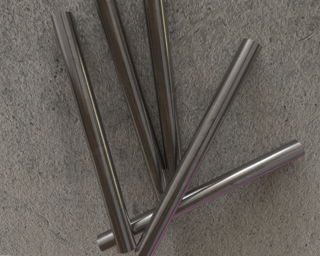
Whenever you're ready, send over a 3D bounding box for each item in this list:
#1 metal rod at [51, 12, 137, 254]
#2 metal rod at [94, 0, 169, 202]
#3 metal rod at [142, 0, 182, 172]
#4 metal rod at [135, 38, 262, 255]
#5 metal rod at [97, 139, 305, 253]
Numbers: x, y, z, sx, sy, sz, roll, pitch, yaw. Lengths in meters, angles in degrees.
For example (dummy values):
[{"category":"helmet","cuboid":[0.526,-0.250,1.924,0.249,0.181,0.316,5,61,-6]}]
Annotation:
[{"category":"metal rod","cuboid":[-0.079,0.012,0.381,0.025,0.025,0.298,-14,98,5]},{"category":"metal rod","cuboid":[-0.027,-0.021,0.401,0.025,0.025,0.298,-14,110,5]},{"category":"metal rod","cuboid":[0.001,-0.084,0.378,0.025,0.025,0.298,-7,110,2]},{"category":"metal rod","cuboid":[0.045,0.031,0.388,0.025,0.025,0.299,26,96,-9]},{"category":"metal rod","cuboid":[0.055,0.093,0.423,0.301,0.025,0.025,-26,108,1]}]
